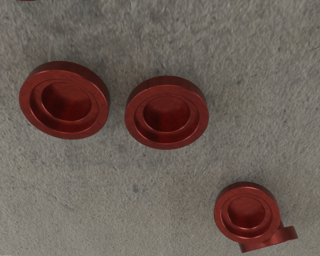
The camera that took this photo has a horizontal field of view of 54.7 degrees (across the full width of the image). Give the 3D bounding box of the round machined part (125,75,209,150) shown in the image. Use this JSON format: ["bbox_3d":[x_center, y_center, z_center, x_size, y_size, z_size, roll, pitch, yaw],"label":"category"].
[{"bbox_3d":[0.008,-0.022,0.377,0.099,0.042,0.097,-1,130,0],"label":"round machined part"}]

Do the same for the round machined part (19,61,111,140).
[{"bbox_3d":[-0.108,-0.036,0.364,0.099,0.042,0.097,-1,130,0],"label":"round machined part"}]

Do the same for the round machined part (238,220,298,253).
[{"bbox_3d":[0.183,0.183,0.538,0.099,0.042,0.098,-12,155,-6],"label":"round machined part"}]

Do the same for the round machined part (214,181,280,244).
[{"bbox_3d":[0.136,0.129,0.491,0.098,0.042,0.097,3,105,13],"label":"round machined part"}]
